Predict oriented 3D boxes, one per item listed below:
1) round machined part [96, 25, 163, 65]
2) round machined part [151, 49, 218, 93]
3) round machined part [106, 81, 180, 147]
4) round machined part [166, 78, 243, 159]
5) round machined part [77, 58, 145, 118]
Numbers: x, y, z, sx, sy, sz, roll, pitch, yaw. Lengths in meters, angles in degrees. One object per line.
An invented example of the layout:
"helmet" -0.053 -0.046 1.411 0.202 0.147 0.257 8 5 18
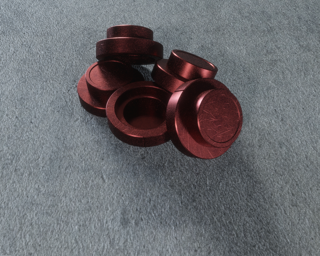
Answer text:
"round machined part" -0.044 -0.122 0.458 0.099 0.098 0.042 1 92 0
"round machined part" 0.041 -0.076 0.430 0.099 0.042 0.098 19 25 -9
"round machined part" -0.018 -0.014 0.405 0.099 0.042 0.098 0 50 0
"round machined part" 0.059 -0.011 0.368 0.099 0.098 0.042 -36 18 -26
"round machined part" -0.070 -0.063 0.448 0.099 0.042 0.098 0 50 0
